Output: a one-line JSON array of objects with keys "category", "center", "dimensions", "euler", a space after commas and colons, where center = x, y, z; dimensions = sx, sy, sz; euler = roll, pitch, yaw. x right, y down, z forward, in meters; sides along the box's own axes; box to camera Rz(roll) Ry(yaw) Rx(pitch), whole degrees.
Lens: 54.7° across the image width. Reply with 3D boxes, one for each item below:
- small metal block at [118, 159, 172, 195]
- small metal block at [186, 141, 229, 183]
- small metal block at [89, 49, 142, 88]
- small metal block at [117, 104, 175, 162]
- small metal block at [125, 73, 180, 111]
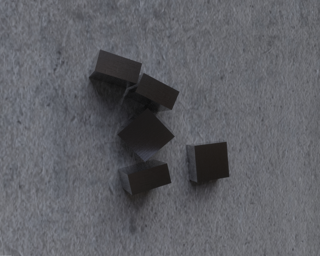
[{"category": "small metal block", "center": [-0.020, 0.060, 0.389], "dimensions": [0.050, 0.050, 0.025], "euler": [-14, 95, -20]}, {"category": "small metal block", "center": [0.067, 0.046, 0.435], "dimensions": [0.050, 0.025, 0.050], "euler": [-6, 92, -20]}, {"category": "small metal block", "center": [-0.055, -0.070, 0.376], "dimensions": [0.050, 0.050, 0.025], "euler": [15, 85, -20]}, {"category": "small metal block", "center": [-0.018, 0.006, 0.394], "dimensions": [0.050, 0.025, 0.050], "euler": [-41, 105, 8]}, {"category": "small metal block", "center": [-0.011, -0.043, 0.393], "dimensions": [0.050, 0.050, 0.025], "euler": [25, 81, -19]}]
